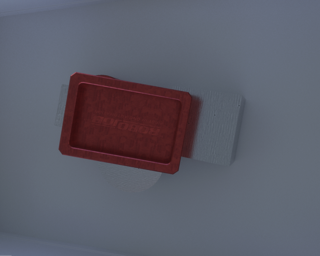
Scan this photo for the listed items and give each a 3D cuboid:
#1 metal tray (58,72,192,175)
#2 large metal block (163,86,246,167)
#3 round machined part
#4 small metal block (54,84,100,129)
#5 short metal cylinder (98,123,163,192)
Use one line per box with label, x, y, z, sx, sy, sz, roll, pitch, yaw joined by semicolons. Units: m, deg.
metal tray;-0.037;-0.006;0.343;0.131;0.030;0.089;10;94;0
large metal block;0.054;-0.004;0.375;0.080;0.050;0.079;11;94;19
round machined part;-0.084;-0.025;0.428;0.098;0.042;0.097;0;90;19
small metal block;-0.100;-0.025;0.385;0.025;0.050;0.050;13;95;19
short metal cylinder;-0.032;0.034;0.394;0.080;0.050;0.079;2;103;7
